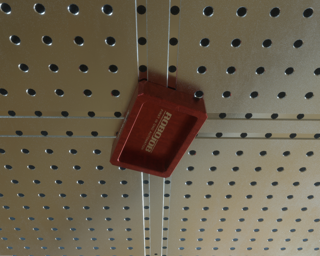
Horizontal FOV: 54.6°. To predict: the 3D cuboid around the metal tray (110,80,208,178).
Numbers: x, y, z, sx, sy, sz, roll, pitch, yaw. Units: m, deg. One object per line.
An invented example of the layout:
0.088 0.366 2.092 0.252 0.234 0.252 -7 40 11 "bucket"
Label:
-0.006 0.007 0.414 0.091 0.030 0.129 16 129 -14 "metal tray"
